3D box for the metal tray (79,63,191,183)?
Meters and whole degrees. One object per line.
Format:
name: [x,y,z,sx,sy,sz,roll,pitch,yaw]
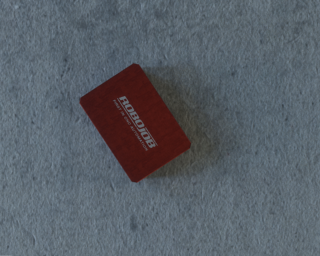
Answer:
metal tray: [-0.031,-0.006,0.407,0.090,0.030,0.130,-33,90,0]
